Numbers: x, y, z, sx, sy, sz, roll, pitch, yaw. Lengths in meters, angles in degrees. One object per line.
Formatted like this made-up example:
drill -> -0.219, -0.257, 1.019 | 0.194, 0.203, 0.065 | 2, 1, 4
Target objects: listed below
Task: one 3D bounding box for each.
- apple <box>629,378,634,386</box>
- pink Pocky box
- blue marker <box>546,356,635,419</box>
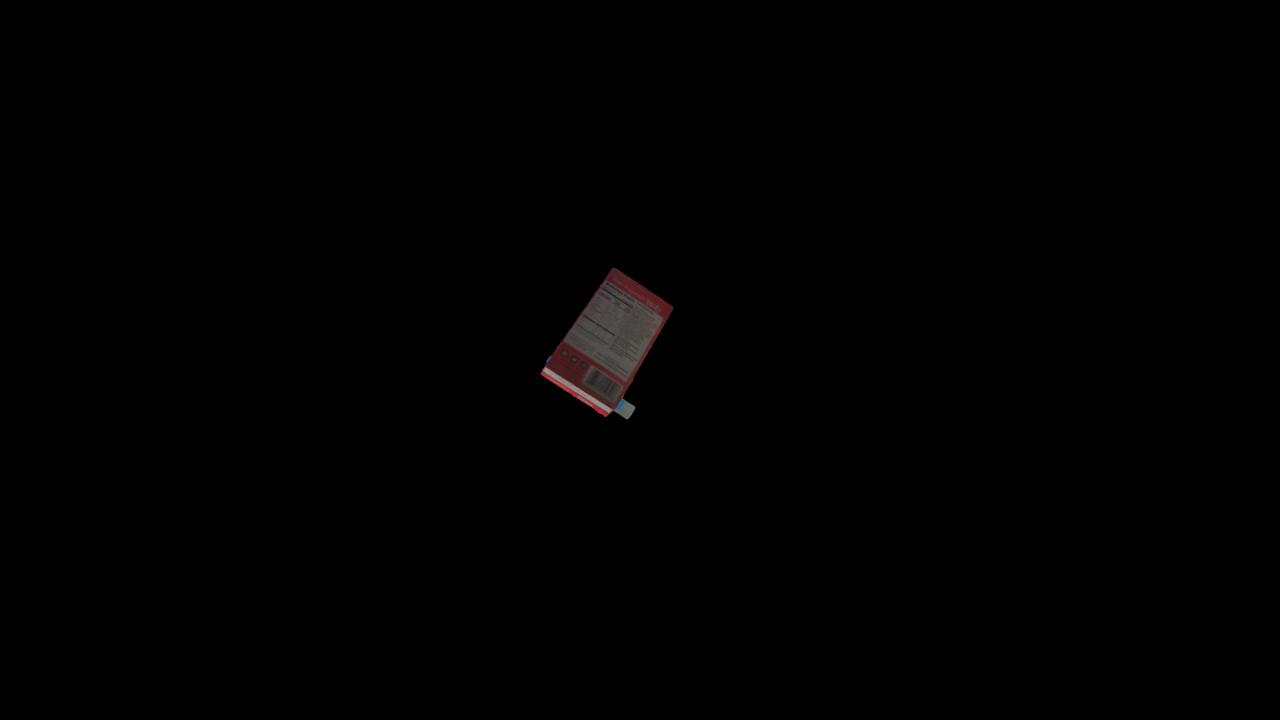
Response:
apple -> -0.043, 0.005, 0.747 | 0.079, 0.079, 0.093 | 0, 6, 9
pink Pocky box -> -0.032, -0.022, 0.663 | 0.084, 0.155, 0.029 | 33, -33, -5
blue marker -> -0.060, 0.032, 0.744 | 0.121, 0.020, 0.020 | 34, -3, -5
